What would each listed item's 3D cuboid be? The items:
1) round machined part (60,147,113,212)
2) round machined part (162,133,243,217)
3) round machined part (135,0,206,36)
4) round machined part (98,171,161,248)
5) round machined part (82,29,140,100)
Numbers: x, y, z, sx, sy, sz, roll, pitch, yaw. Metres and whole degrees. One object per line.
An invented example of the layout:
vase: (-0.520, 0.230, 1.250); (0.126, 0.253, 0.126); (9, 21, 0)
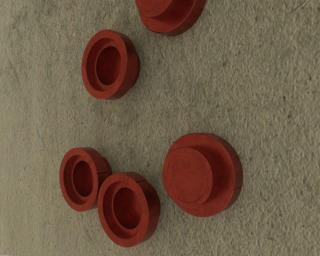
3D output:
round machined part: (-0.112, 0.078, 0.487); (0.098, 0.042, 0.097); (0, 90, 40)
round machined part: (0.042, 0.054, 0.360); (0.098, 0.042, 0.097); (0, 90, 40)
round machined part: (0.007, -0.169, 0.388); (0.098, 0.042, 0.097); (0, 90, 40)
round machined part: (-0.038, 0.108, 0.426); (0.098, 0.042, 0.097); (0, 90, 40)
round machined part: (-0.067, -0.089, 0.449); (0.098, 0.042, 0.097); (0, 90, 40)
